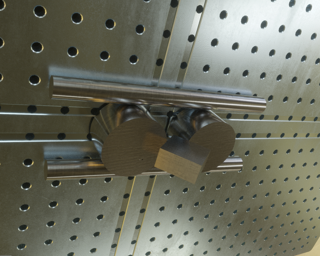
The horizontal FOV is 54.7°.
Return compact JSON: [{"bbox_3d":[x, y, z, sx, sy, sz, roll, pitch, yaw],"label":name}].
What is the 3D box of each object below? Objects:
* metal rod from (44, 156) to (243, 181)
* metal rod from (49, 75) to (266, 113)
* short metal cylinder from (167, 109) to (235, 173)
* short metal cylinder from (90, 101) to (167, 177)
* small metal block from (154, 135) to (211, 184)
[{"bbox_3d":[-0.003,0.054,0.439,0.303,0.025,0.025,2,118,-30],"label":"metal rod"},{"bbox_3d":[0.019,-0.038,0.394,0.303,0.025,0.025,2,118,-29],"label":"metal rod"},{"bbox_3d":[0.057,0.015,0.431,0.081,0.050,0.079,-14,124,-21],"label":"short metal cylinder"},{"bbox_3d":[-0.039,0.012,0.377,0.081,0.050,0.079,-14,124,-21],"label":"short metal cylinder"},{"bbox_3d":[0.028,0.036,0.368,0.050,0.050,0.025,-40,149,-64],"label":"small metal block"}]
